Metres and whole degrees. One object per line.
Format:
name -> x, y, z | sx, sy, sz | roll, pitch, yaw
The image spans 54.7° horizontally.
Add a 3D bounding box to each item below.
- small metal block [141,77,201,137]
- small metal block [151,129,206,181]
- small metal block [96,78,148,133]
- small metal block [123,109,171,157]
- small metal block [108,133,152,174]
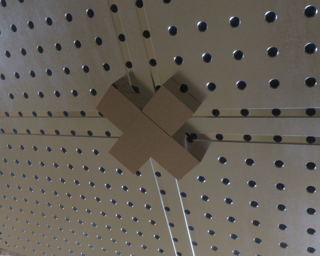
small metal block -> 0.014, -0.025, 0.387 | 0.050, 0.025, 0.050 | 41, 129, -1
small metal block -> 0.025, 0.036, 0.419 | 0.050, 0.025, 0.050 | 42, 129, -1
small metal block -> -0.051, -0.030, 0.418 | 0.050, 0.025, 0.050 | 42, 129, -1
small metal block -> -0.013, 0.003, 0.417 | 0.050, 0.025, 0.050 | 41, 129, -1
small metal block -> -0.039, 0.032, 0.450 | 0.050, 0.025, 0.050 | 41, 129, -1
